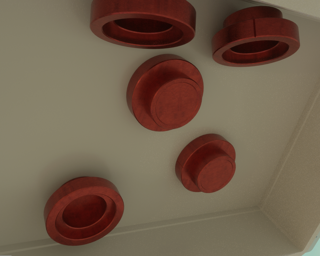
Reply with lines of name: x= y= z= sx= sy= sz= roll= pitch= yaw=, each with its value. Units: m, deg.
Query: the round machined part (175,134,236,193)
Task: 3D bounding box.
round machined part: x=0.076 y=0.061 z=0.477 sx=0.099 sy=0.042 sz=0.097 roll=-14 pitch=124 yaw=-21

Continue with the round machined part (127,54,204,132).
round machined part: x=0.012 y=-0.037 z=0.381 sx=0.099 sy=0.042 sz=0.097 roll=-14 pitch=124 yaw=-21

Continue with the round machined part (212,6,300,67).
round machined part: x=0.111 y=-0.108 z=0.367 sx=0.099 sy=0.098 sz=0.042 roll=2 pitch=81 yaw=-30

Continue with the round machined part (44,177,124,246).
round machined part: x=-0.101 y=0.103 z=0.406 sx=0.099 sy=0.042 sz=0.097 roll=-14 pitch=124 yaw=-21

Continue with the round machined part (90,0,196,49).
round machined part: x=-0.015 y=-0.110 z=0.294 sx=0.099 sy=0.098 sz=0.042 roll=4 pitch=88 yaw=-31
